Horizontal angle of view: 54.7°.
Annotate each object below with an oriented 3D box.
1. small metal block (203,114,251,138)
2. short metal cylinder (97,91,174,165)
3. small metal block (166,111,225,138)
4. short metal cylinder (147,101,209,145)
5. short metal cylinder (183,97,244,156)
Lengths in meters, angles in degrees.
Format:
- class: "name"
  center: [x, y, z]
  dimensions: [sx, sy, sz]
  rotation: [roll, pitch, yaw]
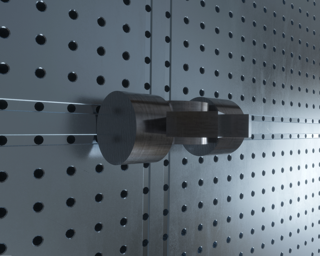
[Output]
- class: "small metal block"
  center: [0.078, -0.002, 0.359]
  dimensions: [0.050, 0.050, 0.025]
  rotation: [1, 90, -71]
- class: "short metal cylinder"
  center: [-0.029, 0.000, 0.348]
  dimensions: [0.050, 0.080, 0.080]
  rotation: [1, 89, -40]
- class: "small metal block"
  center: [0.038, -0.003, 0.319]
  dimensions: [0.050, 0.050, 0.025]
  rotation: [1, 90, -72]
- class: "short metal cylinder"
  center: [0.021, -0.006, 0.391]
  dimensions: [0.081, 0.080, 0.050]
  rotation: [1, 89, -40]
- class: "short metal cylinder"
  center: [0.071, -0.002, 0.432]
  dimensions: [0.050, 0.080, 0.080]
  rotation: [1, 90, -39]
